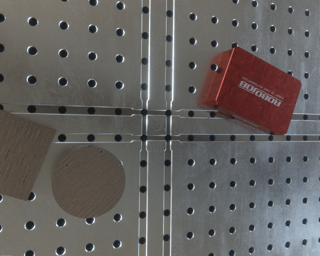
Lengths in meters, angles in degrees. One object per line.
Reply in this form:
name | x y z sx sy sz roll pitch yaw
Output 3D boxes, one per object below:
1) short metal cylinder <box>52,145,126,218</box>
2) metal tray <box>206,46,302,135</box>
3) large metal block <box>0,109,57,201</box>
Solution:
short metal cylinder | -0.086 0.060 0.368 0.081 0.050 0.079 0 90 -20
metal tray | 0.142 -0.052 0.462 0.131 0.030 0.090 22 83 -19
large metal block | -0.168 0.024 0.337 0.080 0.050 0.080 23 83 -19
